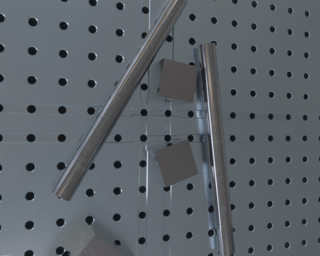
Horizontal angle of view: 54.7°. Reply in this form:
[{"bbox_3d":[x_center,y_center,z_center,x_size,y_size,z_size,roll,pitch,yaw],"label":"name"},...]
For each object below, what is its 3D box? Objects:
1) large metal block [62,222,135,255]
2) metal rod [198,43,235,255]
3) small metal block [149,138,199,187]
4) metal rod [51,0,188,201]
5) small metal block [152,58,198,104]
[{"bbox_3d":[-0.078,0.176,0.371,0.080,0.050,0.080,43,76,-15],"label":"large metal block"},{"bbox_3d":[0.081,0.031,0.442,0.025,0.025,0.298,-7,92,-20],"label":"metal rod"},{"bbox_3d":[0.018,0.046,0.420,0.050,0.025,0.050,-19,97,-19],"label":"small metal block"},{"bbox_3d":[-0.046,-0.048,0.395,0.025,0.025,0.300,33,79,-17],"label":"metal rod"},{"bbox_3d":[0.021,-0.062,0.420,0.050,0.025,0.050,10,87,-20],"label":"small metal block"}]
